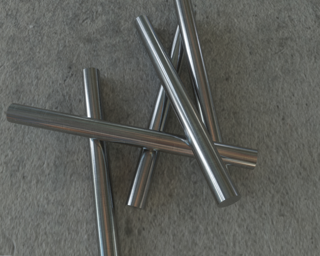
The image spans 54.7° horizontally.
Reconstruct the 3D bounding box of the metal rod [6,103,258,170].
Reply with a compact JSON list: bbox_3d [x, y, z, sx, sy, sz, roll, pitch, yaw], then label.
[{"bbox_3d":[-0.037,0.009,0.375,0.302,0.025,0.025,11,70,5],"label":"metal rod"}]

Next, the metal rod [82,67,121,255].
[{"bbox_3d":[-0.073,0.060,0.385,0.025,0.025,0.299,-9,70,-4],"label":"metal rod"}]

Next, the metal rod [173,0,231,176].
[{"bbox_3d":[0.052,-0.072,0.417,0.025,0.025,0.299,-9,77,-4],"label":"metal rod"}]

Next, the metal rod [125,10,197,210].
[{"bbox_3d":[0.007,-0.041,0.423,0.025,0.025,0.299,14,70,4],"label":"metal rod"}]

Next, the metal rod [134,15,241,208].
[{"bbox_3d":[0.021,-0.044,0.385,0.025,0.025,0.299,-18,56,-7],"label":"metal rod"}]
